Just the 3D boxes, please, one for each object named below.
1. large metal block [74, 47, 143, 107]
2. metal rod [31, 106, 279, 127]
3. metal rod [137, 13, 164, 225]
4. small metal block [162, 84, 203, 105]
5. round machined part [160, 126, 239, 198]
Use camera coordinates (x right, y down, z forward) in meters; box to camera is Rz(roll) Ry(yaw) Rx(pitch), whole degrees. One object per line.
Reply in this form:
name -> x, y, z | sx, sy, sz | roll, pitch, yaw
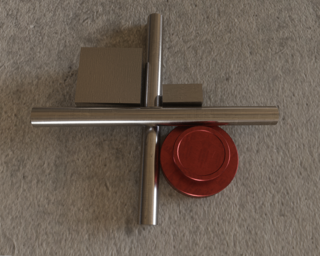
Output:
large metal block -> -0.064, -0.060, 0.416 | 0.081, 0.050, 0.080 | 1, 70, 0
metal rod -> -0.002, -0.015, 0.388 | 0.302, 0.025, 0.025 | -1, 70, -5
metal rod -> -0.011, -0.025, 0.418 | 0.025, 0.025, 0.299 | 2, 70, 0
small metal block -> 0.028, -0.036, 0.410 | 0.050, 0.050, 0.025 | -1, 70, -1
round machined part -> 0.049, 0.036, 0.387 | 0.099, 0.042, 0.098 | 0, 70, -1
